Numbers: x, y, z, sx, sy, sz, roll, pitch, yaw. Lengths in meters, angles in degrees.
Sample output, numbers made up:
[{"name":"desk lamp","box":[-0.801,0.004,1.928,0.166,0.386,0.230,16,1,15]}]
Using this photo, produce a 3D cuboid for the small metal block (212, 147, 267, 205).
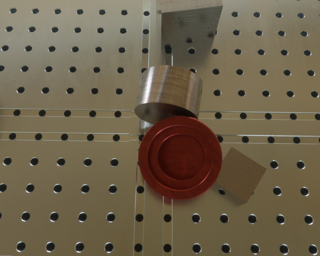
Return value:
[{"name":"small metal block","box":[0.097,0.061,0.391,0.050,0.025,0.050,33,73,11]}]

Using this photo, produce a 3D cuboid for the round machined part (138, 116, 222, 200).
[{"name":"round machined part","box":[0.026,0.035,0.379,0.098,0.042,0.097,0,87,12]}]

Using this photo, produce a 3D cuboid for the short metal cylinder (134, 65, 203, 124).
[{"name":"short metal cylinder","box":[0.012,-0.037,0.396,0.080,0.080,0.050,9,70,3]}]

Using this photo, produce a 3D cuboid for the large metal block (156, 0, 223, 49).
[{"name":"large metal block","box":[0.038,-0.162,0.442,0.081,0.080,0.050,-8,71,-3]}]
